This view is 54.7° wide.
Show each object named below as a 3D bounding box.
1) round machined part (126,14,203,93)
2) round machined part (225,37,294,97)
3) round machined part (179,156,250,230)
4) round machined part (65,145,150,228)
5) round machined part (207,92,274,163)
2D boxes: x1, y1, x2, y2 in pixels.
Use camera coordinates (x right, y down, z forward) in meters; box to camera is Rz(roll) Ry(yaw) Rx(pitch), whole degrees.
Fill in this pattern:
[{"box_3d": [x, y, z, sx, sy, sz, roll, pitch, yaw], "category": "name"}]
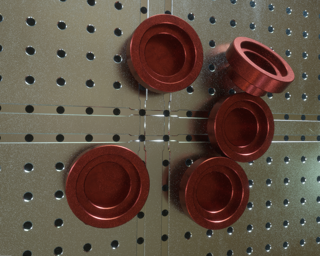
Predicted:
[{"box_3d": [0.004, -0.094, 0.406, 0.099, 0.042, 0.097, 0, 90, -21], "category": "round machined part"}, {"box_3d": [0.134, -0.082, 0.437, 0.099, 0.042, 0.098, 18, 41, -16], "category": "round machined part"}, {"box_3d": [0.071, 0.087, 0.432, 0.099, 0.042, 0.097, 0, 90, -20], "category": "round machined part"}, {"box_3d": [-0.066, 0.068, 0.380, 0.099, 0.042, 0.097, 0, 90, -21], "category": "round machined part"}, {"box_3d": [0.111, -0.001, 0.446, 0.099, 0.042, 0.097, 0, 90, -21], "category": "round machined part"}]
